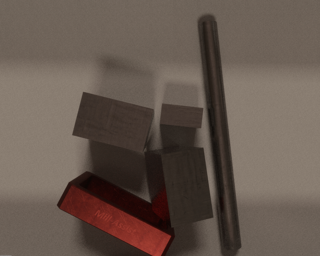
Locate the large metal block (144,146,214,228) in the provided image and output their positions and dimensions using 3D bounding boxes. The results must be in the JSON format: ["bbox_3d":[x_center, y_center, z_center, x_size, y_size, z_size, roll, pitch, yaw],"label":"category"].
[{"bbox_3d":[0.020,0.066,0.379,0.050,0.080,0.080,-8,90,-16],"label":"large metal block"}]

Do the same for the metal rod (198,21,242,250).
[{"bbox_3d":[0.079,0.010,0.412,0.025,0.025,0.298,-6,90,0],"label":"metal rod"}]

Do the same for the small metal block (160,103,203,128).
[{"bbox_3d":[0.026,-0.015,0.399,0.050,0.050,0.025,6,90,-1],"label":"small metal block"}]

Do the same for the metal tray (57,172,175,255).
[{"bbox_3d":[-0.048,0.101,0.378,0.130,0.090,0.030,27,90,-1],"label":"metal tray"}]

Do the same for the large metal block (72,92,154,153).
[{"bbox_3d":[-0.052,-0.007,0.383,0.080,0.080,0.050,14,90,-1],"label":"large metal block"}]
